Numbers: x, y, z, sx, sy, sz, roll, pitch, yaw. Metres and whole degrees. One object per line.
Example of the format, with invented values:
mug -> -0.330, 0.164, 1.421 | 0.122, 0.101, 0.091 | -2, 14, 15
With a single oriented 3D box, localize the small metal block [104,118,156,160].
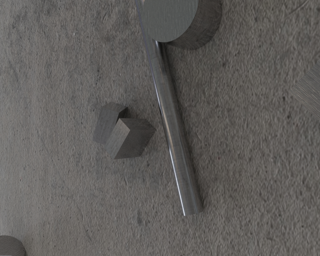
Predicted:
small metal block -> -0.040, 0.014, 0.422 | 0.025, 0.050, 0.050 | 46, 117, 30

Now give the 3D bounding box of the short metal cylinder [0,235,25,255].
short metal cylinder -> -0.330, 0.272, 0.642 | 0.080, 0.081, 0.050 | 43, 116, 31

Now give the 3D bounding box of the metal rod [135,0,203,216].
metal rod -> 0.008, -0.041, 0.398 | 0.025, 0.025, 0.299 | -21, 77, 38

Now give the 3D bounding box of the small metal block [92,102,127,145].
small metal block -> -0.071, -0.007, 0.444 | 0.025, 0.050, 0.050 | 19, 105, 3

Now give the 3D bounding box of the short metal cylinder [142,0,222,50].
short metal cylinder -> 0.026, -0.137, 0.368 | 0.080, 0.050, 0.080 | 0, 90, 40

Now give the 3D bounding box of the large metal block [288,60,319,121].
large metal block -> 0.170, -0.030, 0.249 | 0.080, 0.050, 0.080 | -51, 60, 27
